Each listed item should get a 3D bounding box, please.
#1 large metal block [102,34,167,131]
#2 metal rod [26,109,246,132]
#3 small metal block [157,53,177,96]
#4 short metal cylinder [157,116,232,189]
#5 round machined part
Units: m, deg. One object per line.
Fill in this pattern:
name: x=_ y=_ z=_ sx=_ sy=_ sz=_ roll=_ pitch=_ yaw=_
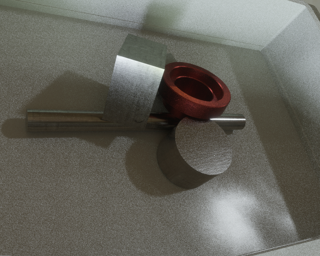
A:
large metal block: x=-0.029 y=-0.056 z=0.370 sx=0.050 sy=0.079 sz=0.080 roll=16 pitch=32 yaw=-6
metal rod: x=-0.010 y=-0.009 z=0.403 sx=0.303 sy=0.025 sz=0.025 roll=0 pitch=62 yaw=-29
small metal block: x=0.006 y=-0.080 z=0.458 sx=0.050 sy=0.025 sz=0.050 roll=-23 pitch=75 yaw=-37
short metal cylinder: x=0.043 y=0.030 z=0.393 sx=0.081 sy=0.050 sz=0.080 roll=14 pitch=56 yaw=-21
round machined part: x=0.042 y=-0.044 z=0.420 sx=0.099 sy=0.042 sz=0.098 roll=15 pitch=39 yaw=-12
